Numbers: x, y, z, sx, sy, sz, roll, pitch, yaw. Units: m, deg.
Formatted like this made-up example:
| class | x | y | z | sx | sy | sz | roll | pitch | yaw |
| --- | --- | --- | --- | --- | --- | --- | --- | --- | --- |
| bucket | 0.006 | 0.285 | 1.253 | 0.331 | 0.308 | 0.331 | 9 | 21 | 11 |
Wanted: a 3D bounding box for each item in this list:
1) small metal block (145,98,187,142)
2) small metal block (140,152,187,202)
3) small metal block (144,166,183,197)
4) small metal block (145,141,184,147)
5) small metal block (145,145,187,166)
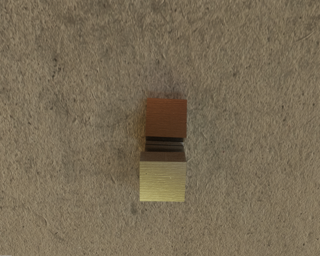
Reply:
| class | x | y | z | sx | sy | sz | roll | pitch | yaw |
| --- | --- | --- | --- | --- | --- | --- | --- | --- | --- |
| small metal block | 0.008 | -0.010 | 0.395 | 0.050 | 0.025 | 0.050 | 3 | 74 | -1 |
| small metal block | 0.003 | 0.055 | 0.351 | 0.050 | 0.025 | 0.050 | 1 | 110 | -1 |
| small metal block | 0.004 | 0.074 | 0.425 | 0.050 | 0.025 | 0.050 | 2 | 151 | -1 |
| small metal block | 0.005 | 0.029 | 0.423 | 0.050 | 0.025 | 0.050 | 2 | 110 | -2 |
| small metal block | 0.005 | 0.043 | 0.386 | 0.050 | 0.050 | 0.025 | 2 | 110 | -1 |
